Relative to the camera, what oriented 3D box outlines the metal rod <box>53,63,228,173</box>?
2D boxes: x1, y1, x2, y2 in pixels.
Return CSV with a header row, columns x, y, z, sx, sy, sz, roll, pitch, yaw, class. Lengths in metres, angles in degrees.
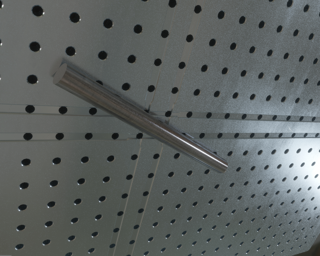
x,y,z,sx,sy,sz,roll,pitch,yaw,class
-0.002,0.003,0.414,0.301,0.025,0.025,30,101,-38,metal rod
